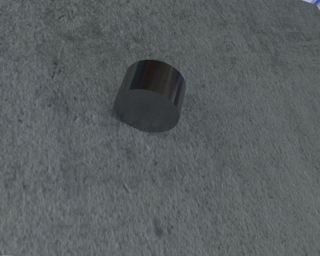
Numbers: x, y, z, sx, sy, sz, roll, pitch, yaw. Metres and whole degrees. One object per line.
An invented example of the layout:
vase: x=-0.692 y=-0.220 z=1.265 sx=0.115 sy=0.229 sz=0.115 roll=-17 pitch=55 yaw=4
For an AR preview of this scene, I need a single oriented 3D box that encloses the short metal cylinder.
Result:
short metal cylinder: x=-0.011 y=-0.038 z=0.387 sx=0.080 sy=0.080 sz=0.050 roll=24 pitch=53 yaw=-14
